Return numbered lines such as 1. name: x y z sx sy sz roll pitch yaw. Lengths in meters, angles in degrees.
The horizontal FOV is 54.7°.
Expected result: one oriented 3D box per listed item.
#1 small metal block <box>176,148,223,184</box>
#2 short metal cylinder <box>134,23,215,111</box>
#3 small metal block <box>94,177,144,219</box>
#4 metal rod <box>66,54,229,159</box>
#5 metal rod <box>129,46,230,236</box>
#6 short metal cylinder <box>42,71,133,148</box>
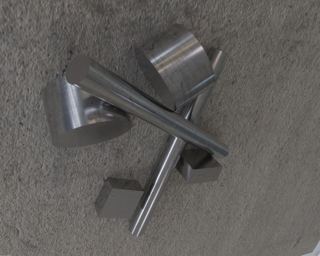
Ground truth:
1. small metal block: 0.054 0.054 0.454 0.050 0.050 0.025 -1 119 -28
2. short metal cylinder: 0.015 -0.065 0.339 0.050 0.080 0.080 -34 129 -6
3. small metal block: -0.058 0.099 0.437 0.050 0.025 0.050 14 111 -34
4. metal rod: 0.016 -0.005 0.355 0.025 0.025 0.301 -51 145 8
5. metal rod: 0.020 0.032 0.436 0.025 0.025 0.298 11 113 -33
6. short metal cylinder: -0.073 -0.016 0.314 0.080 0.050 0.080 -16 167 -3
